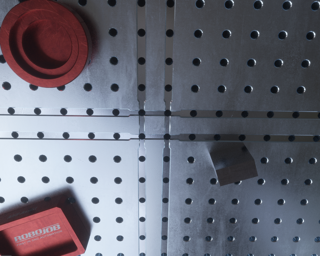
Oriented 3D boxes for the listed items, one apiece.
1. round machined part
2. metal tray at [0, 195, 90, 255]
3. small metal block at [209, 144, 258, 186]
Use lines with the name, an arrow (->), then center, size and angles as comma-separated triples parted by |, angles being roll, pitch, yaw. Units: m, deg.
round machined part -> -0.130, -0.100, 0.366 | 0.099, 0.042, 0.097 | 0, 110, -1
metal tray -> -0.186, 0.163, 0.468 | 0.131, 0.030, 0.090 | -19, 109, 6
small metal block -> 0.098, 0.049, 0.420 | 0.050, 0.050, 0.025 | -16, 110, 5
